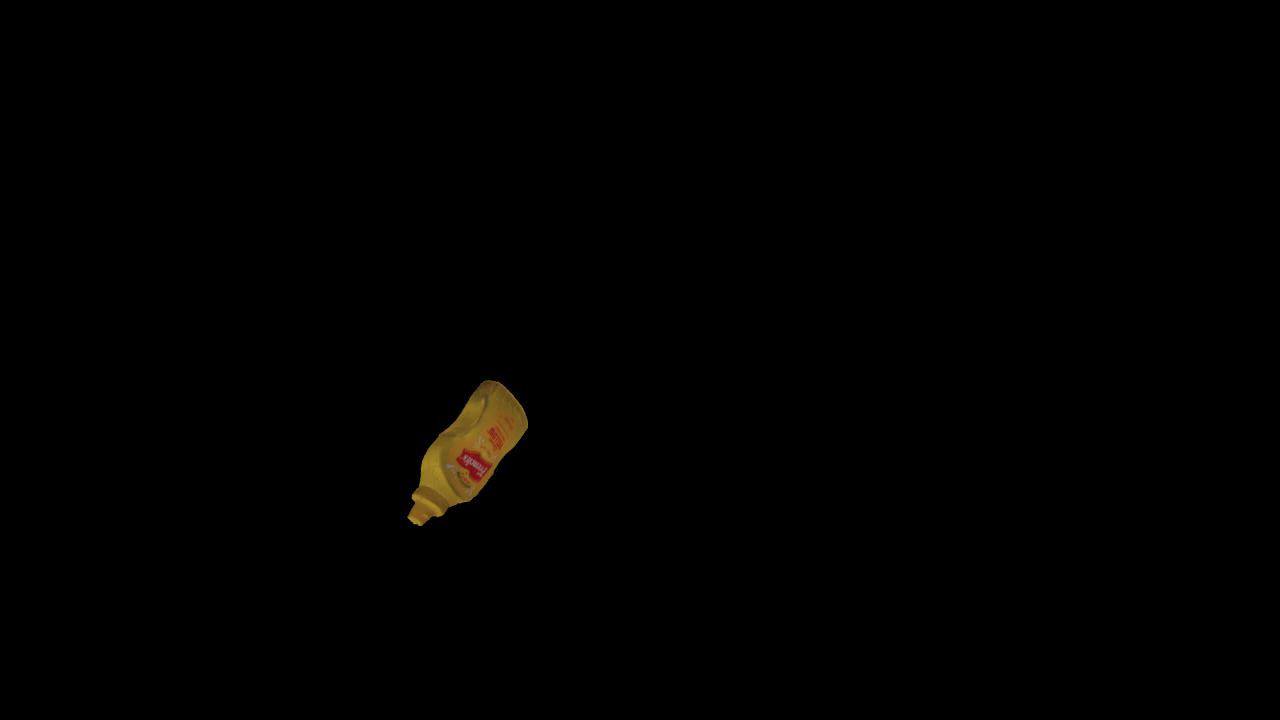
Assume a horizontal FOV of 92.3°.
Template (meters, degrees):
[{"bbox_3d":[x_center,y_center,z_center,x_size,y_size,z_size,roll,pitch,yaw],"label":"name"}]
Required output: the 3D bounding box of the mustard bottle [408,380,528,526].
[{"bbox_3d":[-0.210,0.118,0.733,0.054,0.092,0.184,12,49,28],"label":"mustard bottle"}]
